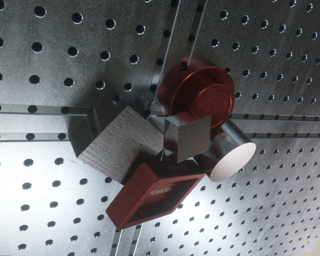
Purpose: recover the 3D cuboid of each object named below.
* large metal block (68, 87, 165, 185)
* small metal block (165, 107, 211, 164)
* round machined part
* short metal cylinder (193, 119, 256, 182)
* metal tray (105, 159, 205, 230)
[{"bbox_3d":[-0.049,0.012,0.376,0.080,0.050,0.080,-46,129,4],"label":"large metal block"},{"bbox_3d":[0.033,0.008,0.374,0.050,0.025,0.050,-20,124,-31],"label":"small metal block"},{"bbox_3d":[0.059,-0.034,0.411,0.099,0.042,0.097,-14,124,-21],"label":"round machined part"},{"bbox_3d":[0.091,0.033,0.450,0.081,0.050,0.080,-25,145,-19],"label":"short metal cylinder"},{"bbox_3d":[-0.001,0.087,0.424,0.090,0.030,0.131,-54,151,19],"label":"metal tray"}]
